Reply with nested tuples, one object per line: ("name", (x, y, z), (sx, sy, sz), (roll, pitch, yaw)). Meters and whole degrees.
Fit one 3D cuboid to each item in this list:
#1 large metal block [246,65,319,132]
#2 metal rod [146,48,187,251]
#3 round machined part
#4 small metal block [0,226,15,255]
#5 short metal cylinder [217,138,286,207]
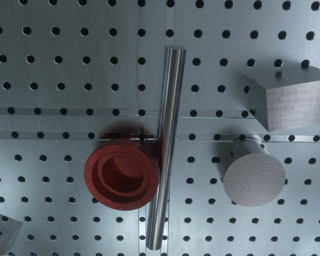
("large metal block", (0.156, -0.038, 0.372), (0.080, 0.080, 0.050), (-9, 110, 3))
("metal rod", (0.006, 0.042, 0.428), (0.025, 0.025, 0.298), (5, 110, -3))
("round machined part", (-0.048, 0.059, 0.420), (0.099, 0.042, 0.097), (3, 110, 8))
("small metal block", (-0.260, 0.176, 0.475), (0.050, 0.025, 0.050), (25, 108, -10))
("short metal cylinder", (0.122, 0.060, 0.424), (0.081, 0.050, 0.079), (0, 110, -1))
